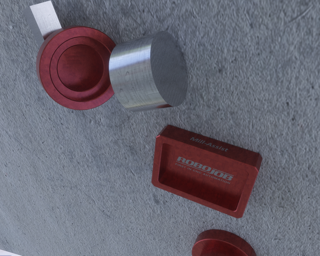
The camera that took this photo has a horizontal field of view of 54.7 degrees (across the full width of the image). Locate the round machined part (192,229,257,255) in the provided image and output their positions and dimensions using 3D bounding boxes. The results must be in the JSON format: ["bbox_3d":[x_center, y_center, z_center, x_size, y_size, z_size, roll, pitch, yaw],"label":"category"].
[{"bbox_3d":[0.095,0.206,0.473,0.098,0.042,0.097,13,124,20],"label":"round machined part"}]

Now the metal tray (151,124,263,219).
[{"bbox_3d":[0.056,0.057,0.407,0.130,0.030,0.089,18,126,17],"label":"metal tray"}]

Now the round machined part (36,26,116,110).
[{"bbox_3d":[-0.099,-0.074,0.377,0.042,0.099,0.097,34,140,54],"label":"round machined part"}]

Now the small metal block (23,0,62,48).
[{"bbox_3d":[-0.144,-0.127,0.387,0.050,0.025,0.050,22,135,56],"label":"small metal block"}]

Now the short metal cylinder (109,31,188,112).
[{"bbox_3d":[-0.010,-0.060,0.338,0.050,0.080,0.080,-6,115,31],"label":"short metal cylinder"}]
